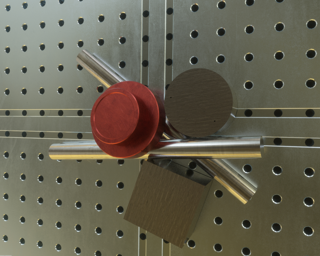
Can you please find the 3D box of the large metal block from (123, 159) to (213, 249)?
[{"bbox_3d":[0.011,0.089,0.392,0.080,0.050,0.080,21,97,18],"label":"large metal block"}]

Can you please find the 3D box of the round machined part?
[{"bbox_3d":[-0.046,-0.012,0.383,0.098,0.042,0.097,-4,79,25],"label":"round machined part"}]

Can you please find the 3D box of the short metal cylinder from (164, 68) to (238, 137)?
[{"bbox_3d":[0.051,-0.029,0.380,0.080,0.050,0.079,0,90,19],"label":"short metal cylinder"}]

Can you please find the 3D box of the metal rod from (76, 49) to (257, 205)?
[{"bbox_3d":[-0.001,-0.011,0.412,0.300,0.025,0.025,40,103,15],"label":"metal rod"}]

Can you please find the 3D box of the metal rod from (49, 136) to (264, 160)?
[{"bbox_3d":[-0.024,0.028,0.400,0.300,0.025,0.025,-3,89,26],"label":"metal rod"}]
